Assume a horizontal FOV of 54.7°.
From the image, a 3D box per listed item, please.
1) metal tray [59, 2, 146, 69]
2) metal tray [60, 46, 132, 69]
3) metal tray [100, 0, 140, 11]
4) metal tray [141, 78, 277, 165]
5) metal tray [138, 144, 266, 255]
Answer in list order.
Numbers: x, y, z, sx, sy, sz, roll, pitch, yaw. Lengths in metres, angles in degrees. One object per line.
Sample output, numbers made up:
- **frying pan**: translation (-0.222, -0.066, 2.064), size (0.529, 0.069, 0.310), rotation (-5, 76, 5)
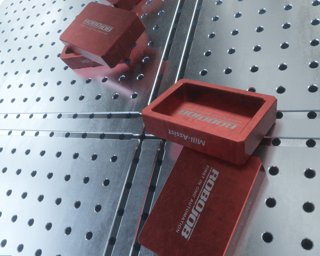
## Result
- **metal tray**: translation (-0.097, -0.157, 0.511), size (0.130, 0.030, 0.090), rotation (29, 77, 37)
- **metal tray**: translation (-0.108, -0.156, 0.555), size (0.130, 0.030, 0.090), rotation (0, 62, 27)
- **metal tray**: translation (-0.056, -0.287, 0.607), size (0.130, 0.030, 0.090), rotation (-43, 51, -3)
- **metal tray**: translation (0.055, -0.015, 0.360), size (0.130, 0.030, 0.090), rotation (18, 45, 34)
- **metal tray**: translation (0.045, 0.082, 0.330), size (0.090, 0.030, 0.130), rotation (17, 70, 34)
